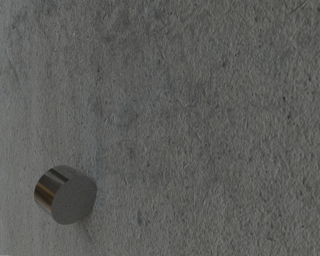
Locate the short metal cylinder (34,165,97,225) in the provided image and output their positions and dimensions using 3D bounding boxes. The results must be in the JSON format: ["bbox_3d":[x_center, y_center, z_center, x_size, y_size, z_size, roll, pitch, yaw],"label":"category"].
[{"bbox_3d":[-0.149,0.105,0.493,0.050,0.081,0.079,19,102,38],"label":"short metal cylinder"}]
